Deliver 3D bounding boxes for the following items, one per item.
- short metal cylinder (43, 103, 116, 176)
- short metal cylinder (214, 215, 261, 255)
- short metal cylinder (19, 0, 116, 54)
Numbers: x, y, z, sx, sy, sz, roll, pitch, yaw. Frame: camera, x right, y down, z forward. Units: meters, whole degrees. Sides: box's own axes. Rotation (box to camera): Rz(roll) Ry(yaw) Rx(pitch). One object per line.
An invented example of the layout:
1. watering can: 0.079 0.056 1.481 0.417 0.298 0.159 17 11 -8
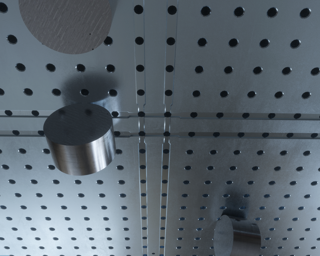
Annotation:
1. short metal cylinder: -0.097 0.012 0.385 0.081 0.080 0.050 0 130 -1
2. short metal cylinder: 0.134 0.198 0.547 0.050 0.080 0.079 12 129 -11
3. short metal cylinder: -0.083 -0.118 0.294 0.081 0.050 0.079 -1 130 0
